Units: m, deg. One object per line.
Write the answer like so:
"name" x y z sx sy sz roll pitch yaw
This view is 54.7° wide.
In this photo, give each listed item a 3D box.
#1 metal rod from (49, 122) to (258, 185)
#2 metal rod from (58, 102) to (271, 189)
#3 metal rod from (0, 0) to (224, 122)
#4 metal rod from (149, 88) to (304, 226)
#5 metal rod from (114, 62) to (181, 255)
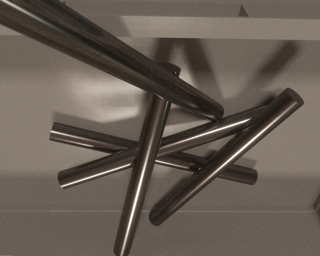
"metal rod" 0.000 0.040 0.443 0.302 0.025 0.025 14 129 -13
"metal rod" 0.011 0.023 0.405 0.301 0.025 0.025 -18 128 5
"metal rod" -0.004 -0.042 0.267 0.025 0.025 0.301 -30 159 23
"metal rod" 0.069 0.058 0.423 0.025 0.025 0.298 24 129 -20
"metal rod" -0.024 0.061 0.394 0.025 0.025 0.298 10 121 -9
